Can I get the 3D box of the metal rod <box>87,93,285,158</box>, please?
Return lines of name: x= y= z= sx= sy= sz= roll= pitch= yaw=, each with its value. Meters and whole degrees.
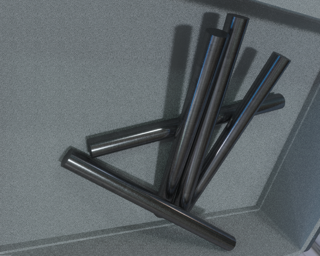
metal rod: x=0.051 y=-0.009 z=0.433 sx=0.302 sy=0.025 sz=0.025 roll=-14 pitch=124 yaw=-21

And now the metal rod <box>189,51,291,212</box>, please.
metal rod: x=0.091 y=0.029 z=0.452 sx=0.025 sy=0.025 sz=0.298 roll=9 pitch=122 yaw=-33

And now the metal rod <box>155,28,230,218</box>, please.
metal rod: x=0.030 y=0.018 z=0.405 sx=0.025 sy=0.025 sz=0.298 roll=-7 pitch=132 yaw=-25

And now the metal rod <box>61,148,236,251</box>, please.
metal rod: x=0.001 y=0.111 z=0.436 sx=0.301 sy=0.025 sz=0.025 roll=34 pitch=99 yaw=-26

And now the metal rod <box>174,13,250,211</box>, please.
metal rod: x=0.058 y=0.005 z=0.411 sx=0.025 sy=0.025 sz=0.298 roll=-4 pitch=124 yaw=-27
